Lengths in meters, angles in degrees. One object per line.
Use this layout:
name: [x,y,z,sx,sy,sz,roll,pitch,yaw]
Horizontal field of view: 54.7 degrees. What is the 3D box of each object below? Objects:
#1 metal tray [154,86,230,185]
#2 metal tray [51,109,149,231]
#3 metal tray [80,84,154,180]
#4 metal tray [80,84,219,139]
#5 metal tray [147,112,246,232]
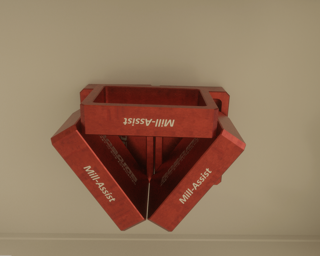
metal tray: [0.039,0.011,0.412,0.091,0.030,0.129,1,109,-1]
metal tray: [-0.061,0.041,0.357,0.030,0.090,0.130,-30,108,11]
metal tray: [-0.053,0.009,0.411,0.091,0.030,0.129,0,109,0]
metal tray: [-0.010,-0.021,0.334,0.131,0.090,0.030,2,111,-1]
metal tray: [0.036,0.044,0.358,0.030,0.090,0.129,34,107,-12]
